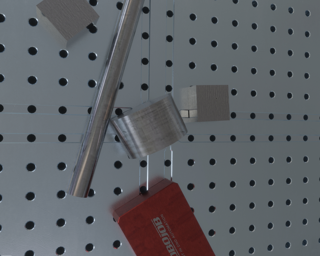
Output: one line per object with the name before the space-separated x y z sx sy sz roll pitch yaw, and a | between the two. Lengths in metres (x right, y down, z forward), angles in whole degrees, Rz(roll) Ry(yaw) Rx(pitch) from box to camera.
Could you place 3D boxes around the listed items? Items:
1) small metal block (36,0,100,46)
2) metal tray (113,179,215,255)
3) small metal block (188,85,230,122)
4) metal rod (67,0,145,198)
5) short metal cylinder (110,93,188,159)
small metal block | -0.110 -0.136 0.372 0.050 0.025 0.050 -44 104 -15
metal tray | 0.008 0.146 0.413 0.091 0.030 0.130 -30 100 -18
small metal block | 0.069 -0.034 0.438 0.050 0.025 0.050 -3 91 -20
metal rod | -0.061 -0.062 0.389 0.025 0.025 0.299 17 84 -19
short metal cylinder | -0.013 -0.003 0.378 0.081 0.080 0.050 -27 99 -18
